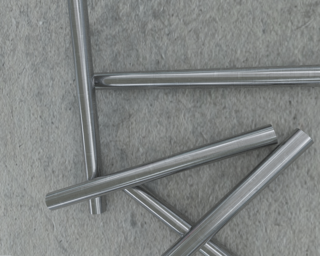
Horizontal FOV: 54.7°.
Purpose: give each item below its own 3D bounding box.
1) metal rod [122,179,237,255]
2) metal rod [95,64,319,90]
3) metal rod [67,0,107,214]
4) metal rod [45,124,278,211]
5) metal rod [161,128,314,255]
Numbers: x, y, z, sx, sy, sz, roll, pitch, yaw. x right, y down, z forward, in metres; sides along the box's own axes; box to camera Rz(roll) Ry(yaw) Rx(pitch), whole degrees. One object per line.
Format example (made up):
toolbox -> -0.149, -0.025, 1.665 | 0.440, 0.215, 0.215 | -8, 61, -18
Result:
metal rod -> 0.072, 0.156, 0.383 | 0.300, 0.025, 0.025 | 35, 101, 16
metal rod -> 0.048, -0.062, 0.391 | 0.301, 0.025, 0.025 | 2, 91, 19
metal rod -> -0.098, -0.030, 0.420 | 0.025, 0.025, 0.298 | -1, 98, 19
metal rod -> -0.007, 0.053, 0.391 | 0.301, 0.025, 0.025 | -18, 84, 11
metal rod -> 0.059, 0.114, 0.364 | 0.300, 0.025, 0.025 | -45, 76, 5
